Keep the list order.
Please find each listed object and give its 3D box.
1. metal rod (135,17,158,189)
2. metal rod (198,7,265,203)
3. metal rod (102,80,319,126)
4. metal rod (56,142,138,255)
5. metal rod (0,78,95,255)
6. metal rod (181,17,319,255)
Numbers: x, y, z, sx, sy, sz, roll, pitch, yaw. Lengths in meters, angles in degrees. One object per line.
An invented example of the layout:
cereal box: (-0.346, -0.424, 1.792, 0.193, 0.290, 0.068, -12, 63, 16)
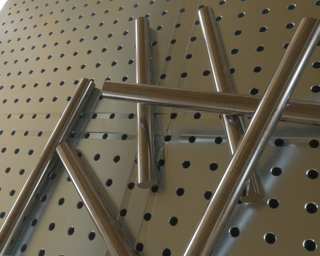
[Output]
metal rod: (-0.023, -0.057, 0.455, 0.025, 0.025, 0.300, -16, 55, 19)
metal rod: (0.083, -0.053, 0.397, 0.025, 0.025, 0.300, -18, 55, 18)
metal rod: (0.071, -0.028, 0.353, 0.301, 0.025, 0.025, 9, 66, 20)
metal rod: (-0.064, 0.116, 0.371, 0.025, 0.025, 0.300, -43, 51, -1)
metal rod: (-0.172, 0.054, 0.467, 0.025, 0.025, 0.300, 9, 66, 32)
metal rod: (0.086, 0.028, 0.308, 0.025, 0.025, 0.299, 26, 87, 37)
